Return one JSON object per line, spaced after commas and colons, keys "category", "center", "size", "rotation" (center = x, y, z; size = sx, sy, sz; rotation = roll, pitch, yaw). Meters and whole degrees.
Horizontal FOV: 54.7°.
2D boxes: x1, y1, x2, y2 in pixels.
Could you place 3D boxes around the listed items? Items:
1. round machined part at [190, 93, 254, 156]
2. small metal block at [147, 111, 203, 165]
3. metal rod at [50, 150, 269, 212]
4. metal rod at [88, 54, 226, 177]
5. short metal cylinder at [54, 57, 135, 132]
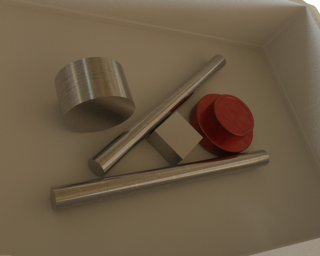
{"category": "round machined part", "center": [0.097, -0.010, 0.451], "size": [0.099, 0.042, 0.098], "rotation": [14, 56, -21]}
{"category": "small metal block", "center": [0.020, 0.014, 0.407], "size": [0.050, 0.025, 0.050], "rotation": [46, 51, 3]}
{"category": "metal rod", "center": [0.024, 0.057, 0.383], "size": [0.303, 0.025, 0.025], "rotation": [-6, 65, -31]}
{"category": "metal rod", "center": [0.016, -0.035, 0.435], "size": [0.025, 0.025, 0.302], "rotation": [45, 51, 3]}
{"category": "short metal cylinder", "center": [-0.074, -0.035, 0.352], "size": [0.081, 0.080, 0.050], "rotation": [-5, 65, -31]}
